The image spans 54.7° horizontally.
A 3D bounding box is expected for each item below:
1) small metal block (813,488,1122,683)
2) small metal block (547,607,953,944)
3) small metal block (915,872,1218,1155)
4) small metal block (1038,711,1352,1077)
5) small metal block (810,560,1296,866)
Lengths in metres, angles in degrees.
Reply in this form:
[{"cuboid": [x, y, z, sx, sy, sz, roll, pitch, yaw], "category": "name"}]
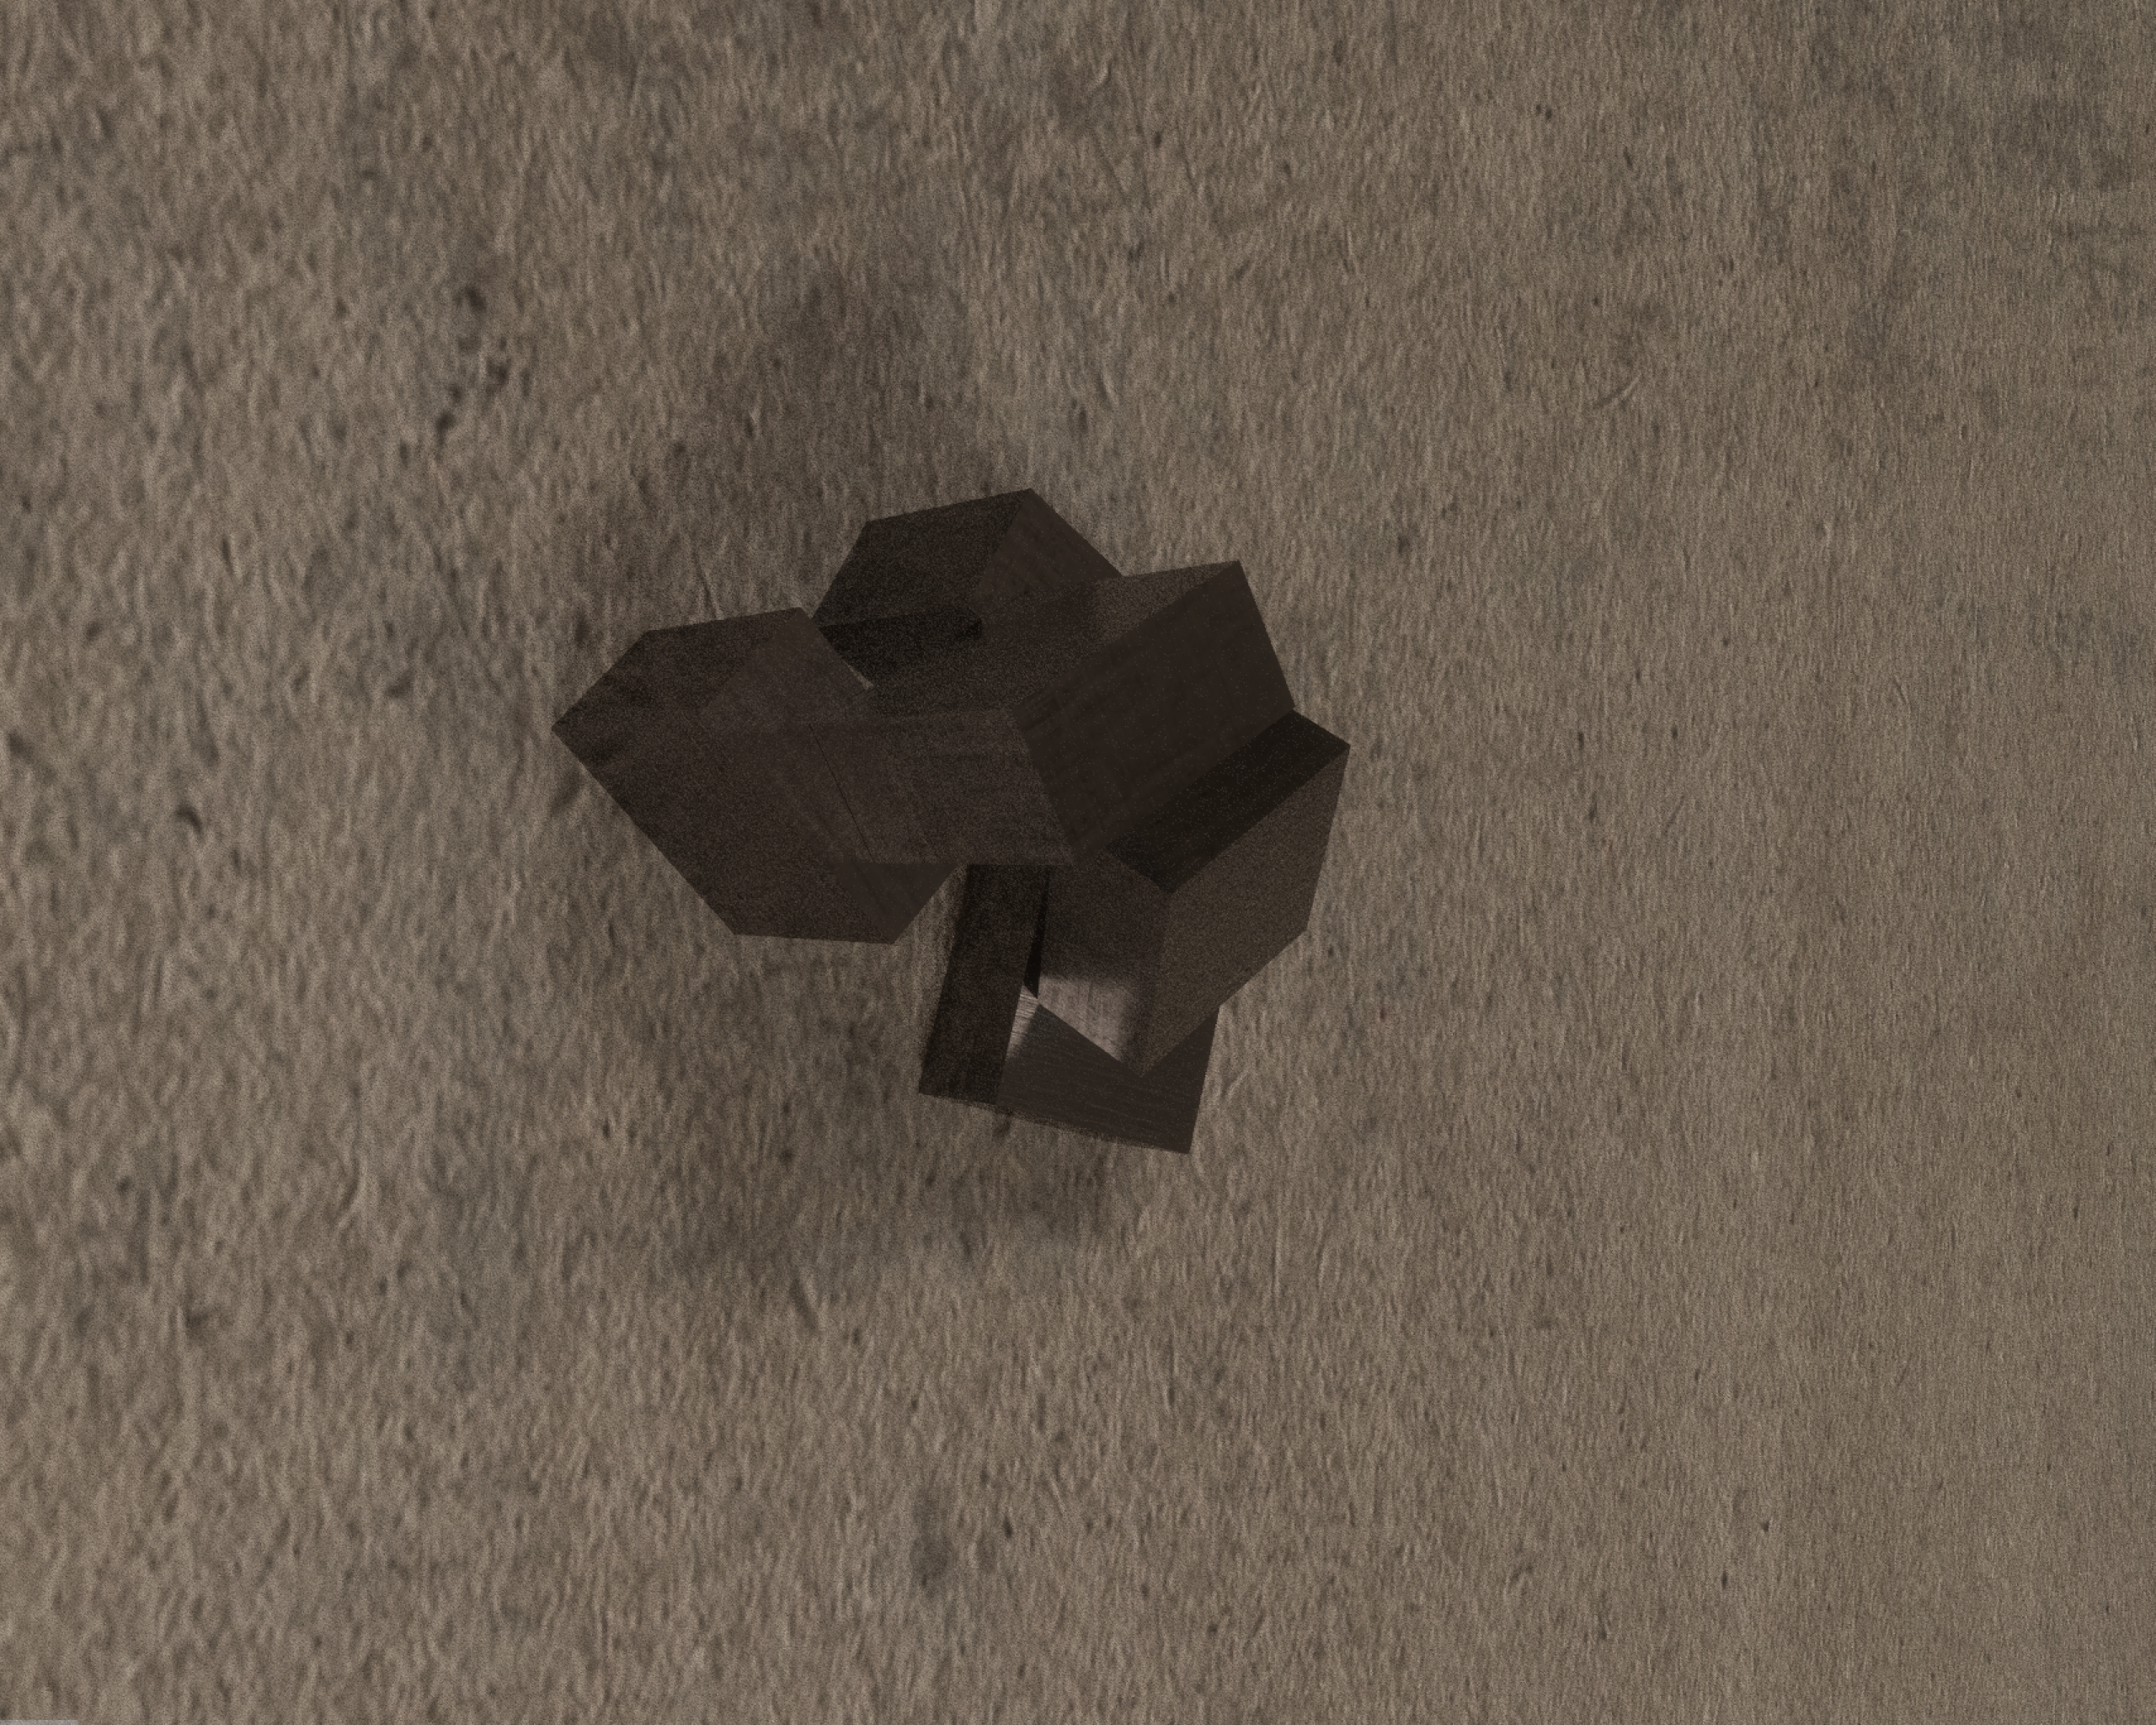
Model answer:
[{"cuboid": [-0.013, -0.040, 0.381, 0.050, 0.050, 0.025, 39, 66, -33], "category": "small metal block"}, {"cuboid": [-0.053, -0.013, 0.348, 0.025, 0.050, 0.050, -53, 121, -27], "category": "small metal block"}, {"cuboid": [0.001, 0.027, 0.409, 0.050, 0.025, 0.050, 21, 77, -38], "category": "small metal block"}, {"cuboid": [0.020, 0.003, 0.377, 0.050, 0.025, 0.050, -38, 151, -33], "category": "small metal block"}, {"cuboid": [-0.004, -0.023, 0.323, 0.050, 0.050, 0.025, -36, 113, -34], "category": "small metal block"}]
